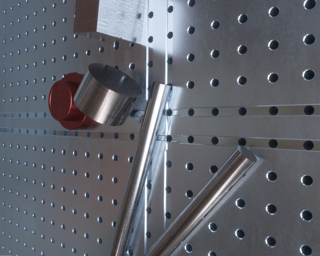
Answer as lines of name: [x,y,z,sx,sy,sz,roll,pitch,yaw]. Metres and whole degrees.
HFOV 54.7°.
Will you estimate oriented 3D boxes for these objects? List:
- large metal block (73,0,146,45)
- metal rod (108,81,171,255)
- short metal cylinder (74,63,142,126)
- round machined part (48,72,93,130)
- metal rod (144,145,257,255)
large metal block: [-0.068,-0.164,0.430,0.050,0.081,0.079,11,97,39]
metal rod: [-0.035,0.082,0.438,0.025,0.025,0.298,25,105,37]
short metal cylinder: [-0.072,-0.047,0.434,0.080,0.081,0.050,48,119,29]
round machined part: [-0.152,-0.045,0.524,0.098,0.042,0.097,0,90,40]
metal rod: [0.017,0.139,0.395,0.025,0.025,0.298,49,119,29]
